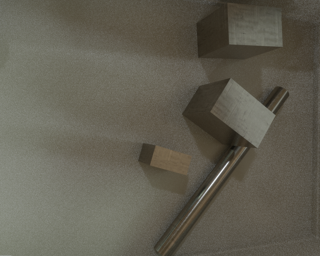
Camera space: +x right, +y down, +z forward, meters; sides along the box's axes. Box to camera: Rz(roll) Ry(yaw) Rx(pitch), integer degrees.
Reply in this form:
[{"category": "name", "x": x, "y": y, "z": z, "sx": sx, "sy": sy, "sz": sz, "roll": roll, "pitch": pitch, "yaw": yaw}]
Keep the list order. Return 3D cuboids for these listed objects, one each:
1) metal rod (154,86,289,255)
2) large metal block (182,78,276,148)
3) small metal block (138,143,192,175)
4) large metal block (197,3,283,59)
[{"category": "metal rod", "x": 0.096, "y": 0.055, "z": 0.447, "sx": 0.025, "sy": 0.025, "sz": 0.300, "roll": 44, "pitch": 76, "yaw": -15}, {"category": "large metal block", "x": 0.089, "y": -0.018, "z": 0.416, "sx": 0.080, "sy": 0.080, "sz": 0.050, "roll": 35, "pitch": 79, "yaw": -17}, {"category": "small metal block", "x": 0.005, "y": 0.040, "z": 0.400, "sx": 0.050, "sy": 0.050, "sz": 0.025, "roll": 18, "pitch": 84, "yaw": -20}, {"category": "large metal block", "x": 0.105, "y": -0.127, "z": 0.422, "sx": 0.081, "sy": 0.080, "sz": 0.050, "roll": -3, "pitch": 92, "yaw": -20}]
